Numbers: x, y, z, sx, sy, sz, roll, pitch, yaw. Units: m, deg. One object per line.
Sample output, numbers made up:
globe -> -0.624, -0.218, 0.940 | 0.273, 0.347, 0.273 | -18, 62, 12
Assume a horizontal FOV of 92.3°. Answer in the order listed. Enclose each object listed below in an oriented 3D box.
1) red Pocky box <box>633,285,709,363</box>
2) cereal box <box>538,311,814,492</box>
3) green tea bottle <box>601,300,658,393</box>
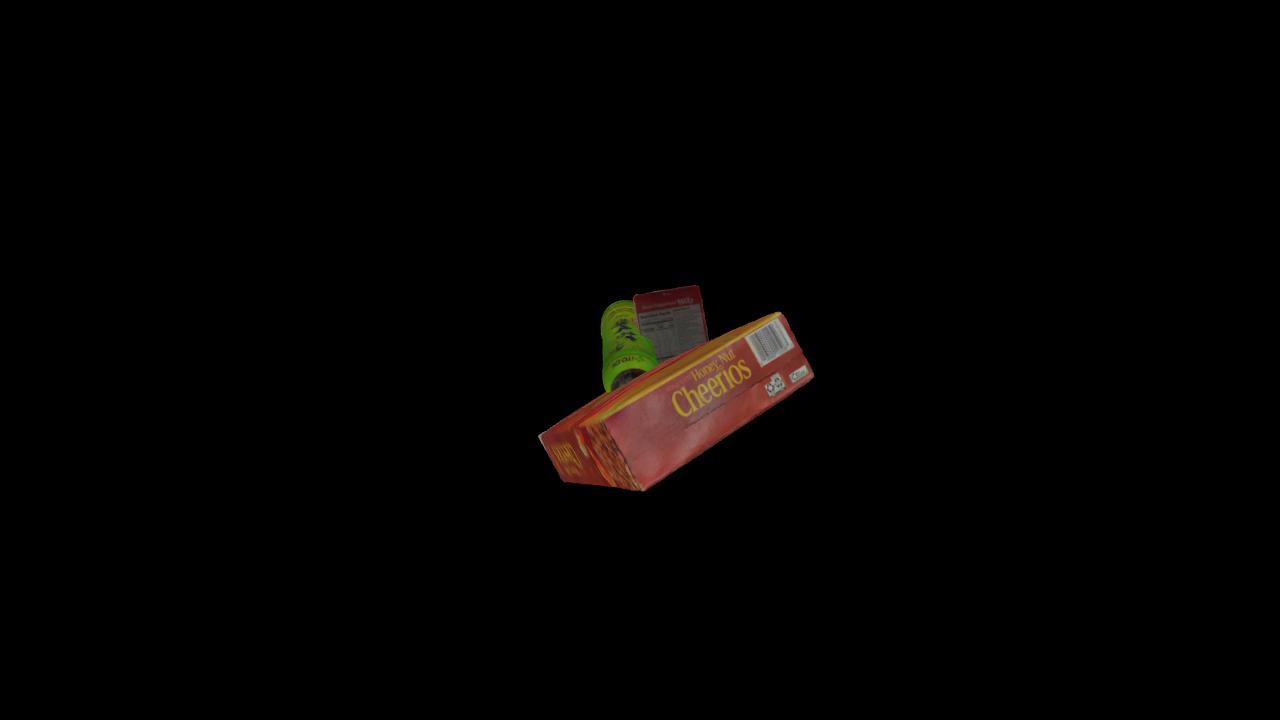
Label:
red Pocky box -> 0.044, -0.008, 0.746 | 0.083, 0.155, 0.028 | -9, -2, -2
cereal box -> 0.015, 0.053, 0.663 | 0.203, 0.081, 0.306 | -30, 2, -21
green tea bottle -> -0.011, 0.000, 0.734 | 0.073, 0.073, 0.212 | 0, 29, -7
